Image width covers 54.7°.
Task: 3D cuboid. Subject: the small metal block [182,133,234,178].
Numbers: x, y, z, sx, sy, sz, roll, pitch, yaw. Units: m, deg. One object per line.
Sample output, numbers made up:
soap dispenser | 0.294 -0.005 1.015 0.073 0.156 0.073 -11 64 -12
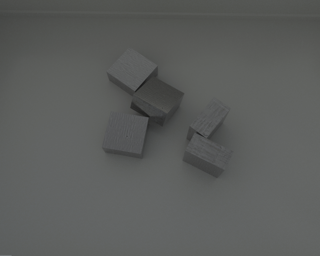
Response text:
small metal block | 0.058 0.035 0.384 0.050 0.050 0.025 27 72 9

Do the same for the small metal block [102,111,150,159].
small metal block | -0.044 0.009 0.406 0.050 0.025 0.050 10 70 3

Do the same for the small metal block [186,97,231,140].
small metal block | 0.061 -0.005 0.398 0.025 0.050 0.050 38 74 12

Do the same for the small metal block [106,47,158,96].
small metal block | -0.038 -0.078 0.438 0.050 0.025 0.050 36 74 12

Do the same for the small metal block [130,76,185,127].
small metal block | -0.003 -0.037 0.413 0.050 0.025 0.050 30 48 10
